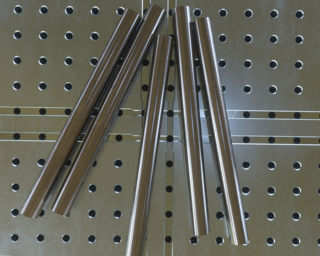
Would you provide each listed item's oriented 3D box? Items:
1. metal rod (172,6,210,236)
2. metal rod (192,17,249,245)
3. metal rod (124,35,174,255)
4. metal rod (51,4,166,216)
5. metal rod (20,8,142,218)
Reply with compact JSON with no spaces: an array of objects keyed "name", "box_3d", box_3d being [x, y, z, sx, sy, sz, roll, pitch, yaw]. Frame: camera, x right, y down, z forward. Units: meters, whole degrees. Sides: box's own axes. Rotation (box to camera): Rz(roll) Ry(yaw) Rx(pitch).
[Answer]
[{"name":"metal rod","box_3d":[0.042,-0.009,0.414,0.025,0.025,0.298,-5,90,0]},{"name":"metal rod","box_3d":[0.081,0.004,0.414,0.025,0.025,0.299,-10,90,0]},{"name":"metal rod","box_3d":[-0.015,0.027,0.413,0.025,0.025,0.298,8,90,0]},{"name":"metal rod","box_3d":[-0.068,-0.024,0.413,0.025,0.025,0.299,26,90,0]},{"name":"metal rod","box_3d":[-0.104,-0.019,0.412,0.025,0.025,0.299,28,90,0]}]
